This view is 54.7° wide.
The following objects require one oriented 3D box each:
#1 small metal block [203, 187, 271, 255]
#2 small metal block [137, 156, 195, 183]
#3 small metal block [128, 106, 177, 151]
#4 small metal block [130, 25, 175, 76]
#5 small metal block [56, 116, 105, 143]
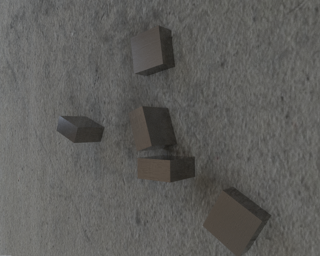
[{"bbox_3d":[0.082,0.101,0.336,0.050,0.025,0.050,37,112,33],"label":"small metal block"},{"bbox_3d":[0.008,0.049,0.380,0.050,0.050,0.025,-1,90,39],"label":"small metal block"},{"bbox_3d":[-0.009,0.001,0.394,0.025,0.050,0.050,-23,76,37],"label":"small metal block"},{"bbox_3d":[-0.010,-0.101,0.411,0.050,0.025,0.050,-10,83,39],"label":"small metal block"},{"bbox_3d":[-0.126,0.002,0.489,0.050,0.050,0.025,27,107,36],"label":"small metal block"}]
